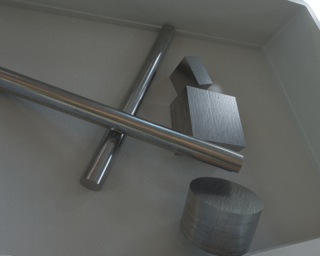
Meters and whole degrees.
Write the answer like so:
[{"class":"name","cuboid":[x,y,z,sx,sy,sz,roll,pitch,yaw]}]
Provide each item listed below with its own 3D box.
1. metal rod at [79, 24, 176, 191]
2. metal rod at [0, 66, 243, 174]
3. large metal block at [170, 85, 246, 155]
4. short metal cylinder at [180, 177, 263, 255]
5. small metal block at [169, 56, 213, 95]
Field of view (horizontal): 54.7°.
[{"class":"metal rod","cuboid":[-0.030,-0.050,0.421,0.025,0.025,0.300,30,52,-10]},{"class":"metal rod","cuboid":[-0.049,-0.009,0.353,0.302,0.025,0.025,20,53,-5]},{"class":"large metal block","cuboid":[0.064,-0.004,0.429,0.081,0.050,0.080,10,58,-24]},{"class":"short metal cylinder","cuboid":[0.067,0.095,0.343,0.081,0.050,0.080,11,15,-3]},{"class":"small metal block","cuboid":[0.045,-0.071,0.459,0.025,0.050,0.050,-10,67,-33]}]
